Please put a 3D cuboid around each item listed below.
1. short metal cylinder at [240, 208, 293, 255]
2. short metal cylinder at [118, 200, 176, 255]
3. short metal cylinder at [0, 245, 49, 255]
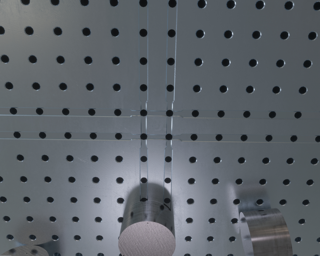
[{"bbox_3d":[0.149,0.158,0.444,0.050,0.080,0.079,-7,110,3],"label":"short metal cylinder"},{"bbox_3d":[-0.018,0.155,0.457,0.081,0.050,0.079,0,110,0],"label":"short metal cylinder"},{"bbox_3d":[-0.207,0.224,0.465,0.081,0.080,0.050,2,110,-1],"label":"short metal cylinder"}]
